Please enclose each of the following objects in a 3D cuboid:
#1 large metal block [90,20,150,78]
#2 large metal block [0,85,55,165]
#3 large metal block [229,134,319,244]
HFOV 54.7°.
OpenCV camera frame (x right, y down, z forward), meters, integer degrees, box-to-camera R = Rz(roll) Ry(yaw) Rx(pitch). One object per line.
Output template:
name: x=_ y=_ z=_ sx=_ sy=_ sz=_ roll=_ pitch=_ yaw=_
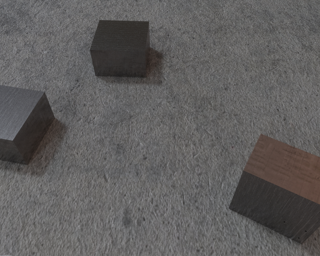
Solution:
large metal block: x=-0.060 y=-0.127 z=0.493 sx=0.080 sy=0.050 sz=0.080 roll=2 pitch=50 yaw=2
large metal block: x=-0.194 y=-0.006 z=0.391 sx=0.080 sy=0.050 sz=0.080 roll=9 pitch=51 yaw=7
large metal block: x=0.124 y=0.063 z=0.315 sx=0.080 sy=0.080 sz=0.050 roll=24 pitch=54 yaw=18
